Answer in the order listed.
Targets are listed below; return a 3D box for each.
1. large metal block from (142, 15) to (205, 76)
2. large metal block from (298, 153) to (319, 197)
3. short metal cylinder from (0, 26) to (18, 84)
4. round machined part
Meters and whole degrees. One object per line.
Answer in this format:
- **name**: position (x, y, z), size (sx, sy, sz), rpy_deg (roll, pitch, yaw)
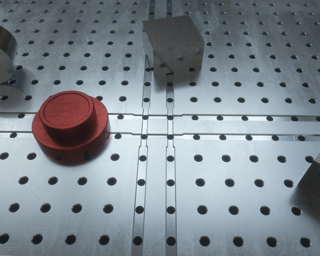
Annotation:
- **large metal block**: position (0.019, -0.137, 0.506), size (0.081, 0.050, 0.080), rpy_deg (-11, 51, -9)
- **large metal block**: position (0.222, 0.049, 0.352), size (0.080, 0.050, 0.080), rpy_deg (36, 59, 26)
- **short metal cylinder**: position (-0.259, -0.111, 0.463), size (0.081, 0.080, 0.050), rpy_deg (-7, 51, -6)
- **round machined part**: position (-0.117, -0.011, 0.405), size (0.099, 0.042, 0.098), rpy_deg (0, 50, 0)
